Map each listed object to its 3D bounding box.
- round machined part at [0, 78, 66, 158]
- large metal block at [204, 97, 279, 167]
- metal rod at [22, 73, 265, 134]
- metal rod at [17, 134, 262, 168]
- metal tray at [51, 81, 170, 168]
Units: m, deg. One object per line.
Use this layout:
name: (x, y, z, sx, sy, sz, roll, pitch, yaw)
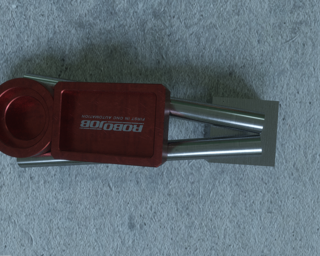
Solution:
round machined part: (-0.166, -0.012, 0.395, 0.098, 0.042, 0.097, 0, 90, 10)
large metal block: (0.101, 0.004, 0.398, 0.081, 0.050, 0.079, 4, 90, -1)
metal rod: (-0.030, -0.033, 0.378, 0.301, 0.025, 0.025, 11, 90, 12)
metal rod: (-0.034, 0.030, 0.379, 0.301, 0.025, 0.025, -4, 90, 12)
metal tray: (-0.057, -0.006, 0.356, 0.131, 0.030, 0.089, 3, 90, 12)
